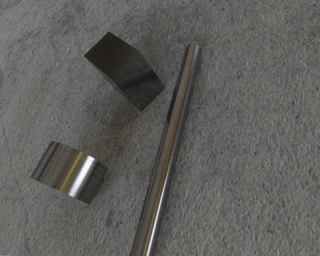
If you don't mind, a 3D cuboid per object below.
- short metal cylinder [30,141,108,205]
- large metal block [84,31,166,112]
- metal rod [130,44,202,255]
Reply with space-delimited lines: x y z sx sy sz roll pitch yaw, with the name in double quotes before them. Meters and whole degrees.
"short metal cylinder" -0.114 0.058 0.393 0.080 0.080 0.050 12 68 33
"large metal block" -0.050 -0.080 0.444 0.050 0.080 0.080 -46 51 -4
"metal rod" 0.013 0.019 0.385 0.025 0.025 0.300 1 62 29
